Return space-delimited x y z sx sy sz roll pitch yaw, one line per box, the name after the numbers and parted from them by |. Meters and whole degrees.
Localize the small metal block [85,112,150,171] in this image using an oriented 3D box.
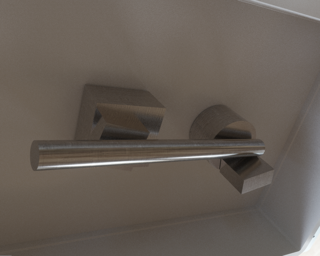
-0.047 0.015 0.327 0.050 0.025 0.050 14 111 -34 | small metal block

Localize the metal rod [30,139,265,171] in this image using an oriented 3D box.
0.018 0.025 0.342 0.302 0.025 0.025 1 118 -38 | metal rod

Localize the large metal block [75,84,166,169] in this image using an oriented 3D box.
-0.049 -0.001 0.363 0.081 0.050 0.079 3 117 -30 | large metal block

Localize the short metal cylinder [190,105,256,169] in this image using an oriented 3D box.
0.091 0.013 0.450 0.081 0.050 0.079 -14 125 -21 | short metal cylinder

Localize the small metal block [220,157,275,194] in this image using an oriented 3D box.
0.119 0.059 0.428 0.050 0.050 0.025 -14 124 -21 | small metal block
